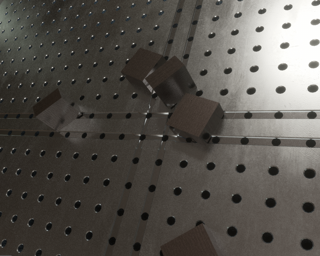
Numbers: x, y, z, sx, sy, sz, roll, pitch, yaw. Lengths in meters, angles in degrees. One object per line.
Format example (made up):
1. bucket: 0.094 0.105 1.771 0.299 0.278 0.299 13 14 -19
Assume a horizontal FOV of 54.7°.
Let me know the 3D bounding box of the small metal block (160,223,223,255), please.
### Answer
1. small metal block: 0.035 0.132 0.308 0.050 0.025 0.050 -32 52 7

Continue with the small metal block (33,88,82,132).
1. small metal block: -0.162 -0.028 0.492 0.050 0.050 0.025 -36 52 4

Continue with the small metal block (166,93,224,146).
1. small metal block: 0.045 -0.012 0.391 0.050 0.025 0.050 22 73 35

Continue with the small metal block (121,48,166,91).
1. small metal block: -0.023 -0.091 0.474 0.050 0.025 0.050 29 77 37

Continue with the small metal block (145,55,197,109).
1. small metal block: 0.016 -0.061 0.420 0.050 0.050 0.025 -38 51 3
